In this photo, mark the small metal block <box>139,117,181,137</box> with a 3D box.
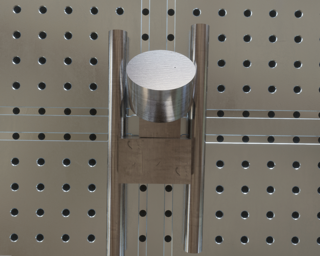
[{"bbox_3d":[0.000,-0.001,0.401,0.050,0.050,0.025,1,90,-1],"label":"small metal block"}]

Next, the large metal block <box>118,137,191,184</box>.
[{"bbox_3d":[-0.006,0.037,0.383,0.081,0.080,0.050,1,90,0],"label":"large metal block"}]

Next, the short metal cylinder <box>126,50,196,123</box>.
[{"bbox_3d":[0.001,-0.052,0.379,0.081,0.050,0.080,1,46,-1],"label":"short metal cylinder"}]

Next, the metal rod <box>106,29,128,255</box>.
[{"bbox_3d":[-0.058,0.022,0.413,0.025,0.025,0.298,1,90,0],"label":"metal rod"}]

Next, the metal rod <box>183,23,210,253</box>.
[{"bbox_3d":[0.049,0.014,0.413,0.025,0.025,0.298,2,90,0],"label":"metal rod"}]
